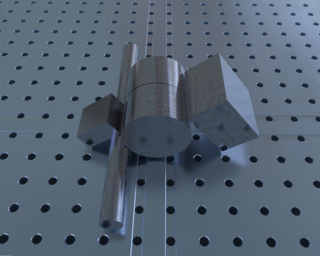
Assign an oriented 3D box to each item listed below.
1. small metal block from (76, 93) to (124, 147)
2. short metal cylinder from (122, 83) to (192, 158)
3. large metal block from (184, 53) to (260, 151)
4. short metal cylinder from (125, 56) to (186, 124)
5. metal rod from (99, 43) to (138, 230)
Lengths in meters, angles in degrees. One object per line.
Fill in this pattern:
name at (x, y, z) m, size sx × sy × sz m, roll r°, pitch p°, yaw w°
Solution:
small metal block at (-0.075, -0.010, 0.396) m, size 0.050 × 0.025 × 0.050 m, roll -24°, pitch 44°, yaw 26°
short metal cylinder at (-0.004, -0.007, 0.373) m, size 0.081 × 0.080 × 0.050 m, roll 0°, pitch 50°, yaw 0°
large metal block at (0.075, -0.031, 0.384) m, size 0.050 × 0.080 × 0.080 m, roll -26°, pitch 44°, yaw 29°
short metal cylinder at (-0.003, -0.046, 0.405) m, size 0.081 × 0.080 × 0.050 m, roll 0°, pitch 50°, yaw 0°
metal rod at (-0.049, -0.015, 0.414) m, size 0.025 × 0.025 × 0.300 m, roll 0°, pitch 50°, yaw 0°
